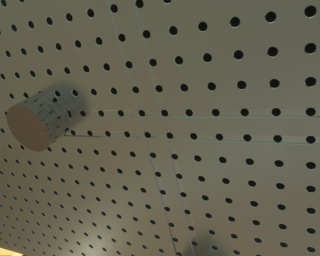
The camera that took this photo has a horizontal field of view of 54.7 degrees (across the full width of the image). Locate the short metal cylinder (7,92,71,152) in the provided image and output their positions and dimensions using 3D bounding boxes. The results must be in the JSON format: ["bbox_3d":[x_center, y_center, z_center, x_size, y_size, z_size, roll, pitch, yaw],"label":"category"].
[{"bbox_3d":[-0.190,-0.010,0.486,0.080,0.050,0.079,13,124,20],"label":"short metal cylinder"}]
